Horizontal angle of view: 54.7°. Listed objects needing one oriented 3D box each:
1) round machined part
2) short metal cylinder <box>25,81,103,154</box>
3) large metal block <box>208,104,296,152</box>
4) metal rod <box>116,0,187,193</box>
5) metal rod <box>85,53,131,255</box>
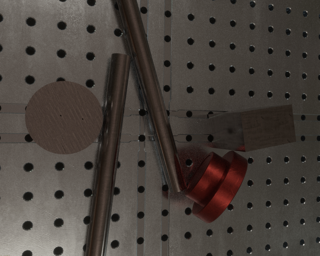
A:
[{"bbox_3d":[0.068,0.070,0.404,0.042,0.098,0.098,33,79,2],"label":"round machined part"},{"bbox_3d":[-0.111,-0.011,0.359,0.081,0.050,0.079,0,90,-20],"label":"short metal cylinder"},{"bbox_3d":[0.126,-0.001,0.431,0.081,0.080,0.050,-9,93,-20],"label":"large metal block"},{"bbox_3d":[-0.014,-0.060,0.408,0.025,0.025,0.298,-17,96,-20],"label":"metal rod"},{"bbox_3d":[-0.067,0.056,0.388,0.025,0.025,0.298,8,87,-20],"label":"metal rod"}]
